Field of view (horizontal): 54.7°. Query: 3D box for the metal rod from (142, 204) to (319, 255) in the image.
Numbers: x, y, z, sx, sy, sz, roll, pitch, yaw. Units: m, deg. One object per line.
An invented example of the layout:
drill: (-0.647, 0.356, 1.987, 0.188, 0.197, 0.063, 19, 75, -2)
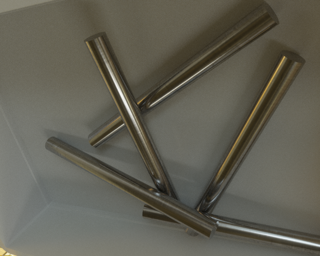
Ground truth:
metal rod: (0.123, 0.136, 0.404, 0.301, 0.025, 0.025, 8, 122, 15)

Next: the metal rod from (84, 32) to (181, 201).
metal rod: (-0.019, 0.022, 0.405, 0.025, 0.025, 0.299, -4, 125, 30)

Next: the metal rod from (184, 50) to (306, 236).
metal rod: (0.089, 0.043, 0.387, 0.025, 0.025, 0.298, 27, 128, 10)

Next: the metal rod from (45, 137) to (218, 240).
metal rod: (-0.057, 0.077, 0.452, 0.300, 0.025, 0.025, 22, 127, 26)

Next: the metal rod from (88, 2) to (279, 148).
metal rod: (0.003, -0.044, 0.378, 0.299, 0.025, 0.025, -32, 101, 37)
